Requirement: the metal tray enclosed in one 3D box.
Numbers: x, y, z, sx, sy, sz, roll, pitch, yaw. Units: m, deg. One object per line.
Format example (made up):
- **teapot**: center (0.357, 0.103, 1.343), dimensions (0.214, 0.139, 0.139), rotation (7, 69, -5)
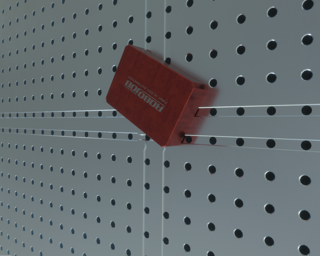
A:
- **metal tray**: center (-0.011, -0.045, 0.413), dimensions (0.130, 0.030, 0.089), rotation (37, 113, 33)
